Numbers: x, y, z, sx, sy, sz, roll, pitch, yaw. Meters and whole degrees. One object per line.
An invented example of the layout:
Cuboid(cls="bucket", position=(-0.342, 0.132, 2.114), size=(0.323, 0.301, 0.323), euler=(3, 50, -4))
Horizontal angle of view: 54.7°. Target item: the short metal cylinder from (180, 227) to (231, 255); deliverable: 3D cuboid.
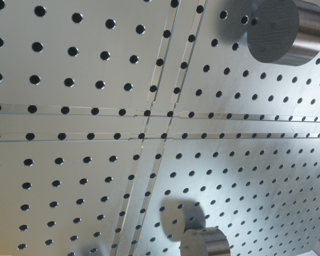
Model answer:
Cuboid(cls="short metal cylinder", position=(0.080, 0.221, 0.556), size=(0.050, 0.080, 0.079), euler=(6, 115, -31))

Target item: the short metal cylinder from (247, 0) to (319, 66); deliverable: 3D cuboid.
Cuboid(cls="short metal cylinder", position=(0.156, -0.119, 0.387), size=(0.050, 0.080, 0.079), euler=(-1, 119, -28))
